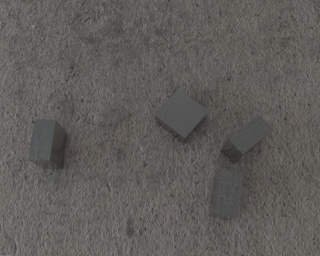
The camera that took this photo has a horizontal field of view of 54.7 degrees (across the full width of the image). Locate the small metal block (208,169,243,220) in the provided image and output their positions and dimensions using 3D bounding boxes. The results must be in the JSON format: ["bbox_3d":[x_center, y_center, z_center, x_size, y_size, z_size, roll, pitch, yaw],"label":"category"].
[{"bbox_3d":[0.077,0.080,0.366,0.025,0.050,0.050,11,71,4],"label":"small metal block"}]

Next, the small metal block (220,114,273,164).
[{"bbox_3d":[0.108,0.015,0.390,0.050,0.050,0.025,-37,74,-12],"label":"small metal block"}]

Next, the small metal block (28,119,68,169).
[{"bbox_3d":[-0.138,0.021,0.386,0.025,0.050,0.050,2,70,1],"label":"small metal block"}]

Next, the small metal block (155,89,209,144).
[{"bbox_3d":[0.029,-0.016,0.414,0.050,0.025,0.050,39,74,13],"label":"small metal block"}]
